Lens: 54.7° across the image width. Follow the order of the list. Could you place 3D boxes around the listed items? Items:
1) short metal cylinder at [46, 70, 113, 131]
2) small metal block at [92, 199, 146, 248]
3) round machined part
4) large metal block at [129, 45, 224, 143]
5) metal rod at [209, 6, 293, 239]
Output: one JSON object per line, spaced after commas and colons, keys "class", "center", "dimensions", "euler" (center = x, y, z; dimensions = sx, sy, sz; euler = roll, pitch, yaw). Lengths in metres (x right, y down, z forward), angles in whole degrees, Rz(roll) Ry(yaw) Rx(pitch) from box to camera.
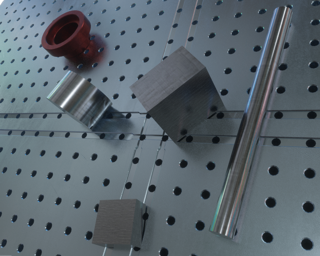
{"class": "short metal cylinder", "center": [-0.118, -0.039, 0.457], "dimensions": [0.080, 0.080, 0.050], "euler": [28, 77, 37]}
{"class": "small metal block", "center": [-0.047, 0.112, 0.363], "dimensions": [0.050, 0.025, 0.050], "euler": [-8, 58, 23]}
{"class": "round machined part", "center": [-0.173, -0.174, 0.592], "dimensions": [0.098, 0.042, 0.098], "euler": [-13, 56, 20]}
{"class": "large metal block", "center": [0.023, -0.039, 0.384], "dimensions": [0.080, 0.080, 0.050], "euler": [-38, 51, 2]}
{"class": "metal rod", "center": [0.113, -0.023, 0.362], "dimensions": [0.025, 0.025, 0.300], "euler": [8, 66, 31]}
